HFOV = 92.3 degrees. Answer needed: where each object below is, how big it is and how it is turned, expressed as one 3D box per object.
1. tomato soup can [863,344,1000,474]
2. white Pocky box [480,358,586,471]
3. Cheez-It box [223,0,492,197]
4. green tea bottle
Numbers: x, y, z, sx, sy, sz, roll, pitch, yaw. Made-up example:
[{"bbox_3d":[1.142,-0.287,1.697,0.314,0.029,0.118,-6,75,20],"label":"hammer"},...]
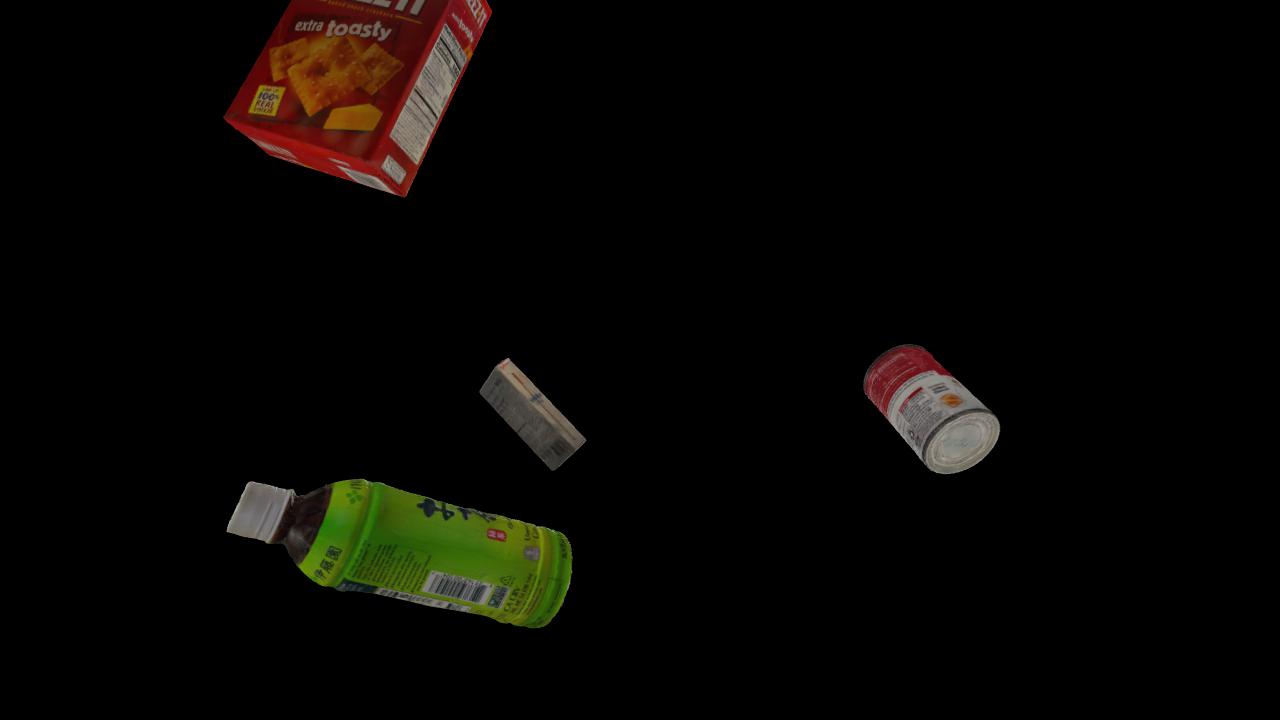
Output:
[{"bbox_3d":[0.248,0.040,0.530,0.068,0.068,0.101,0,32,-13],"label":"tomato soup can"},{"bbox_3d":[-0.148,0.076,0.836,0.028,0.154,0.084,-43,-1,-41],"label":"white Pocky box"},{"bbox_3d":[-0.265,-0.287,0.596,0.166,0.223,0.071,19,-11,12],"label":"Cheez-It box"},{"bbox_3d":[-0.149,0.124,0.405,0.212,0.073,0.073,25,-13,-29],"label":"green tea bottle"}]
